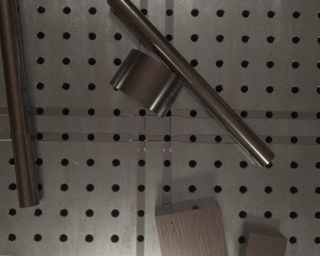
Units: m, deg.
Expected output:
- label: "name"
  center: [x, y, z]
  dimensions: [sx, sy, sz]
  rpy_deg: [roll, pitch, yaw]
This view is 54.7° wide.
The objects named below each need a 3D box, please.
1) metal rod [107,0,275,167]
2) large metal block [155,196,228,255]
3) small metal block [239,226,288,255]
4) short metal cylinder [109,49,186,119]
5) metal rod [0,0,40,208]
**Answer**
- label: "metal rod"
  center: [0.041, -0.066, 0.413]
  dimensions: [0.025, 0.025, 0.300]
  rpy_deg: [-43, 91, 0]
- label: "large metal block"
  center: [0.040, 0.140, 0.402]
  dimensions: [0.080, 0.050, 0.080]
  rpy_deg: [-10, 90, -1]
- label: "small metal block"
  center: [0.137, 0.165, 0.415]
  dimensions: [0.050, 0.025, 0.050]
  rpy_deg: [10, 90, -1]
- label: "short metal cylinder"
  center: [-0.016, -0.054, 0.386]
  dimensions: [0.080, 0.080, 0.050]
  rpy_deg: [33, 90, -1]
- label: "metal rod"
  center: [-0.190, -0.046, 0.410]
  dimensions: [0.025, 0.025, 0.298]
  rpy_deg: [-7, 90, 0]
